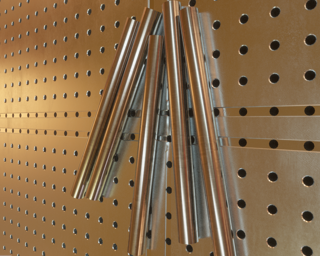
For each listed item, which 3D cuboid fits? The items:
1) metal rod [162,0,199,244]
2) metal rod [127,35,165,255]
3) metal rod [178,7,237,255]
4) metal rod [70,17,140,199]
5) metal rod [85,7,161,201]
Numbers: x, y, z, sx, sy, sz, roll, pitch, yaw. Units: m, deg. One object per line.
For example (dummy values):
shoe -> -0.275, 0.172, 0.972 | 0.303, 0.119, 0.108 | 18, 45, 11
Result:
metal rod -> 0.025, -0.010, 0.390 | 0.025, 0.025, 0.299 | -7, 86, 40
metal rod -> -0.018, 0.027, 0.425 | 0.025, 0.025, 0.298 | 10, 97, 39
metal rod -> 0.055, 0.004, 0.365 | 0.025, 0.025, 0.299 | -13, 82, 39
metal rod -> -0.087, -0.020, 0.482 | 0.025, 0.025, 0.298 | 34, 111, 35
metal rod -> -0.058, -0.024, 0.459 | 0.025, 0.025, 0.298 | 32, 110, 35
